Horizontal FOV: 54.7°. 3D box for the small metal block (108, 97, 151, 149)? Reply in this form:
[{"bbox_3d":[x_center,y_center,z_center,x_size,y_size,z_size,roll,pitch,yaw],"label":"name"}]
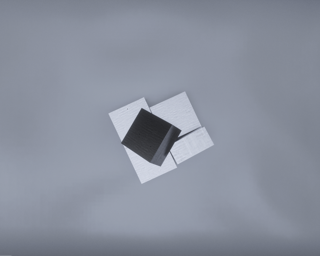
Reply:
[{"bbox_3d":[-0.033,-0.007,0.409,0.050,0.025,0.050,-25,90,-1],"label":"small metal block"}]

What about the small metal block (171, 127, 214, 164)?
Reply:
[{"bbox_3d":[0.037,0.021,0.398,0.050,0.050,0.025,-28,90,-1],"label":"small metal block"}]

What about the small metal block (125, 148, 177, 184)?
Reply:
[{"bbox_3d":[-0.011,0.039,0.410,0.050,0.025,0.050,-25,90,-1],"label":"small metal block"}]

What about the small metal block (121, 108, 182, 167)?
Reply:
[{"bbox_3d":[-0.011,0.011,0.372,0.050,0.025,0.050,30,90,34],"label":"small metal block"}]

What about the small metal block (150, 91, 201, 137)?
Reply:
[{"bbox_3d":[0.020,-0.014,0.410,0.050,0.025,0.050,-25,90,-1],"label":"small metal block"}]
